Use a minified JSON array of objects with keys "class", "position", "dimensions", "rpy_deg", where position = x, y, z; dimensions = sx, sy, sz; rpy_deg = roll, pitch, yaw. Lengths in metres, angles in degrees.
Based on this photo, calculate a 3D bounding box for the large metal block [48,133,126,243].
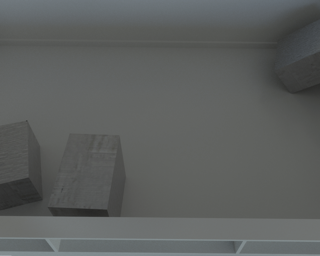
[{"class":"large metal block","position":[-0.068,0.062,0.316],"dimensions":[0.050,0.080,0.080],"rpy_deg":[2,50,1]}]

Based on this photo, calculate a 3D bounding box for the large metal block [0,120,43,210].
[{"class":"large metal block","position":[-0.183,0.045,0.349],"dimensions":[0.081,0.050,0.080],"rpy_deg":[-12,51,-11]}]

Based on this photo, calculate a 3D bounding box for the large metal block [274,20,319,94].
[{"class":"large metal block","position":[0.221,-0.108,0.455],"dimensions":[0.080,0.050,0.080],"rpy_deg":[-22,35,42]}]
